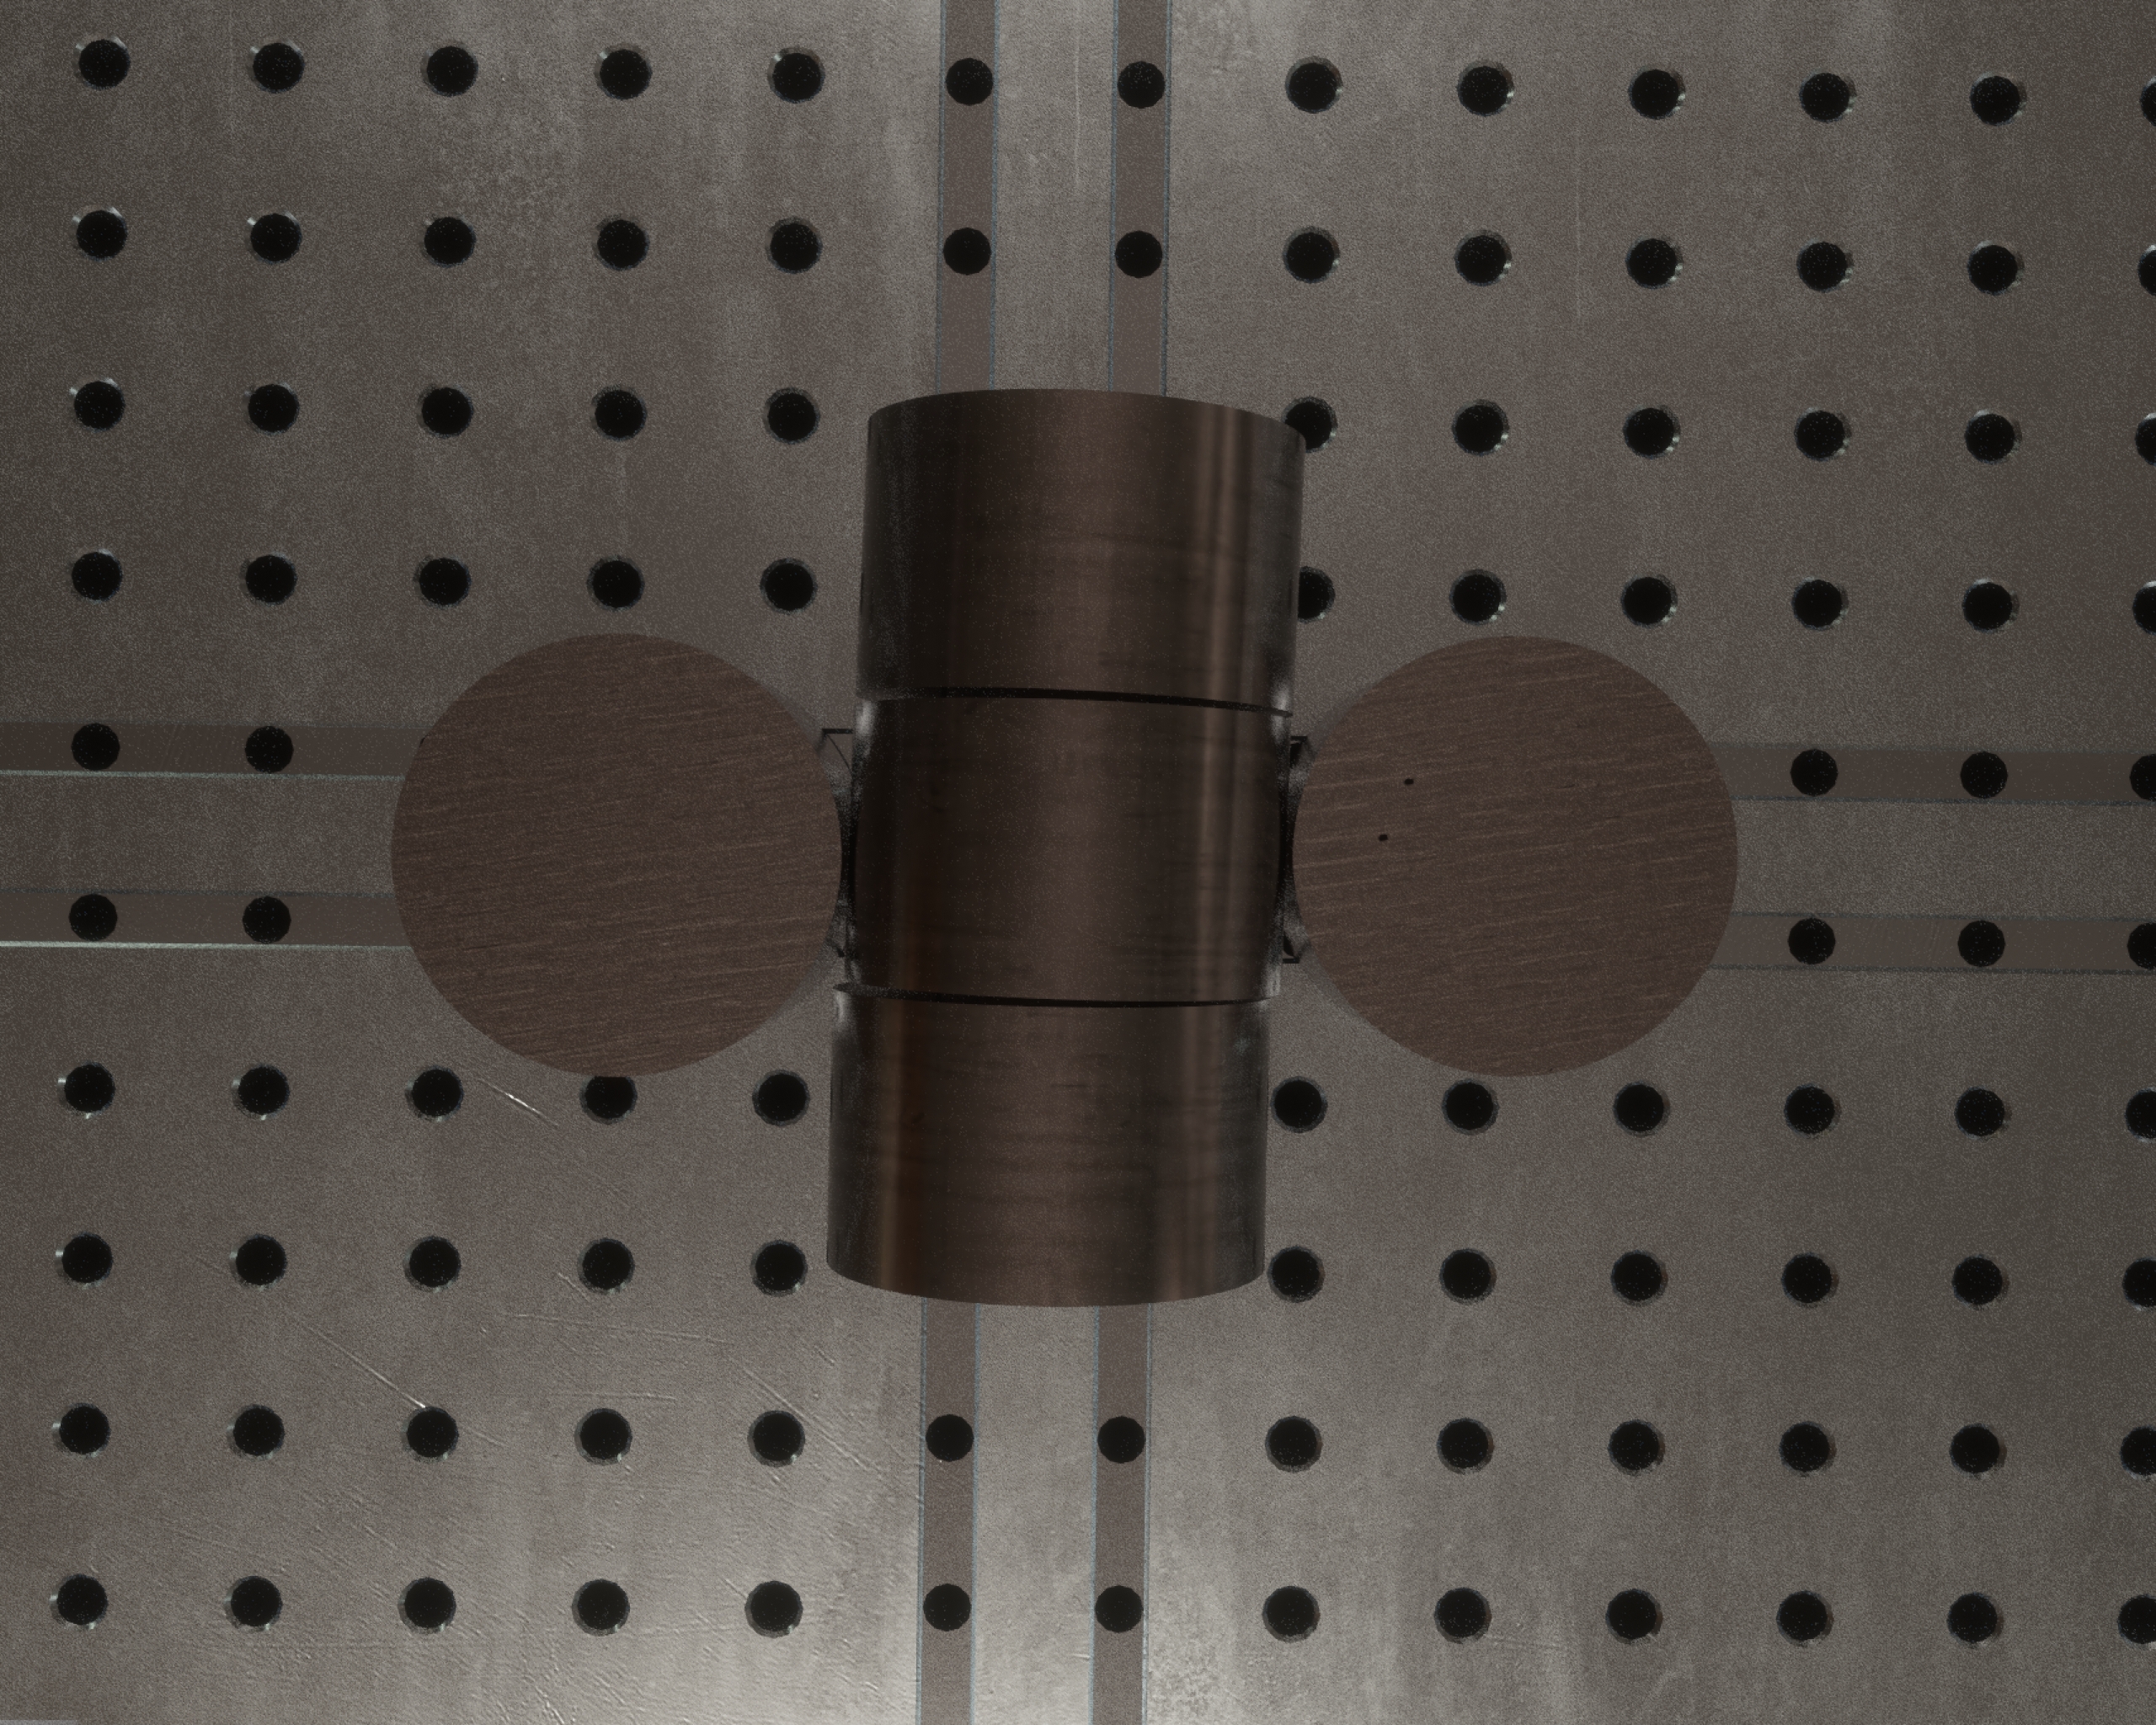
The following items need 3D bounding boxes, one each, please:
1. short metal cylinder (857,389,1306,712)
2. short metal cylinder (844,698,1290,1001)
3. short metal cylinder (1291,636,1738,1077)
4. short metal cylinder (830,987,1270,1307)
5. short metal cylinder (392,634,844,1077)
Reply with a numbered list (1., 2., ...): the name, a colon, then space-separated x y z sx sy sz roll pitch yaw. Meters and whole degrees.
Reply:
1. short metal cylinder: 0.001 -0.054 0.385 0.081 0.080 0.050 3 90 -1
2. short metal cylinder: -0.002 -0.002 0.385 0.081 0.080 0.050 2 90 -1
3. short metal cylinder: 0.079 -0.001 0.401 0.081 0.050 0.079 0 90 -1
4. short metal cylinder: -0.005 0.049 0.385 0.081 0.080 0.050 1 90 -1
5. short metal cylinder: -0.083 -0.001 0.399 0.081 0.050 0.079 0 90 -1
